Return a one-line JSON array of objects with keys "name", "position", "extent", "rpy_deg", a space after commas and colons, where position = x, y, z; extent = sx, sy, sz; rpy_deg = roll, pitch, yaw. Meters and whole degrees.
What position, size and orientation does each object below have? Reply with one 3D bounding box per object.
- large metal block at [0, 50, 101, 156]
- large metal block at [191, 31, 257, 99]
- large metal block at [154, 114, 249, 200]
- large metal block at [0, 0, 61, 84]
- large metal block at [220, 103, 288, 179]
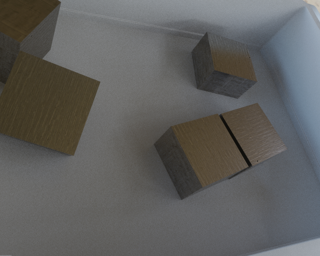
[{"name": "large metal block", "position": [-0.117, -0.021, 0.322], "extent": [0.080, 0.050, 0.080], "rpy_deg": [20, 78, -17]}, {"name": "large metal block", "position": [0.104, -0.102, 0.510], "extent": [0.081, 0.050, 0.080], "rpy_deg": [10, 58, -23]}, {"name": "large metal block", "position": [0.052, 0.035, 0.398], "extent": [0.081, 0.050, 0.080], "rpy_deg": [-15, 70, -34]}, {"name": "large metal block", "position": [-0.161, -0.105, 0.348], "extent": [0.050, 0.080, 0.080], "rpy_deg": [29, 52, -10]}, {"name": "large metal block", "position": [0.121, 0.017, 0.447], "extent": [0.081, 0.050, 0.080], "rpy_deg": [-16, 71, -35]}]
